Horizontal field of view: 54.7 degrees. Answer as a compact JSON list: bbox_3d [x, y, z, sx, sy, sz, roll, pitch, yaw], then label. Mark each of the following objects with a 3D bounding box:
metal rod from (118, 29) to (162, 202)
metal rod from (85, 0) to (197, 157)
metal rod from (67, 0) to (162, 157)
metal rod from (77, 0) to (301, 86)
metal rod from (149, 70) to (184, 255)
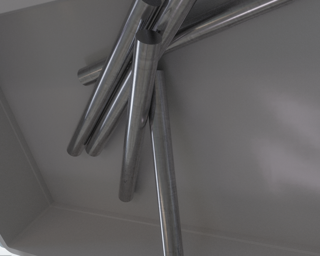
[{"bbox_3d":[-0.033,0.013,0.397,0.025,0.025,0.298,26,139,12],"label":"metal rod"},{"bbox_3d":[-0.039,-0.046,0.377,0.025,0.025,0.298,40,136,1],"label":"metal rod"},{"bbox_3d":[-0.075,-0.043,0.396,0.025,0.025,0.298,40,137,1],"label":"metal rod"},{"bbox_3d":[0.020,-0.099,0.336,0.300,0.025,0.025,-14,111,33],"label":"metal rod"},{"bbox_3d":[0.009,0.081,0.376,0.025,0.025,0.298,-6,91,31],"label":"metal rod"}]
